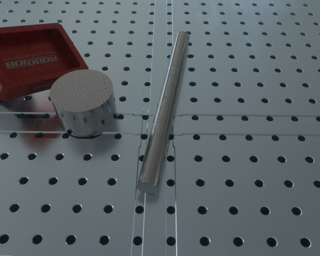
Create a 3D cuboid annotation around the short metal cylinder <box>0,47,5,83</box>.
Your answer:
[{"bbox_3d":[-0.252,-0.084,0.441,0.080,0.080,0.050,8,51,6],"label":"short metal cylinder"}]

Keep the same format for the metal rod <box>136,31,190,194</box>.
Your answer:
[{"bbox_3d":[0.012,-0.045,0.445,0.025,0.025,0.300,8,50,7],"label":"metal rod"}]

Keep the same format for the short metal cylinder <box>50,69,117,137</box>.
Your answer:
[{"bbox_3d":[-0.101,-0.034,0.419,0.080,0.050,0.080,0,50,0],"label":"short metal cylinder"}]

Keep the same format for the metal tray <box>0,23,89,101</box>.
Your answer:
[{"bbox_3d":[-0.177,-0.097,0.431,0.131,0.030,0.090,-27,82,-46],"label":"metal tray"}]
